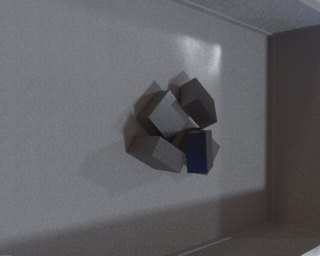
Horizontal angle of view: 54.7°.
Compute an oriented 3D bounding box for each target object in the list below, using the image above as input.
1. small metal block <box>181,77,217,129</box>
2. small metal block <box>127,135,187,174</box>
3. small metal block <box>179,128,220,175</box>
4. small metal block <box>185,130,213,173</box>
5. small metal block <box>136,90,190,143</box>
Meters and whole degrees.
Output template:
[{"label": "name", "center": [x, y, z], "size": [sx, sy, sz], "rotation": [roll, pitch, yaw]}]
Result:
[{"label": "small metal block", "center": [0.055, -0.035, 0.438], "size": [0.050, 0.025, 0.050], "rotation": [45, 30, -31]}, {"label": "small metal block", "center": [-0.004, 0.032, 0.386], "size": [0.050, 0.050, 0.025], "rotation": [36, 68, -35]}, {"label": "small metal block", "center": [0.056, 0.034, 0.454], "size": [0.050, 0.025, 0.050], "rotation": [43, 64, -32]}, {"label": "small metal block", "center": [0.052, 0.029, 0.403], "size": [0.050, 0.025, 0.050], "rotation": [-11, 98, -72]}, {"label": "small metal block", "center": [0.005, -0.014, 0.410], "size": [0.050, 0.025, 0.050], "rotation": [51, 60, -28]}]
